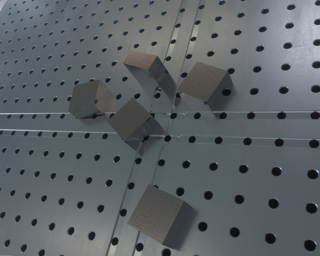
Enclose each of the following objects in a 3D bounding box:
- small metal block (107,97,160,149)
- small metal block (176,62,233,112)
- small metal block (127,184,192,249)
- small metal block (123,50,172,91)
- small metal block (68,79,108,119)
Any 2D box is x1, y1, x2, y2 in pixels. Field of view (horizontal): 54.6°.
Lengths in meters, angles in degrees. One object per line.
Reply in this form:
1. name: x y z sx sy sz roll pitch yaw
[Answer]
1. small metal block: -0.038 -0.007 0.434 0.050 0.025 0.050 -44 51 -2
2. small metal block: 0.059 -0.055 0.412 0.050 0.025 0.050 27 77 37
3. small metal block: 0.000 0.098 0.349 0.050 0.025 0.050 19 71 35
4. small metal block: -0.018 -0.085 0.455 0.050 0.050 0.025 22 74 36
5. small metal block: -0.115 -0.046 0.498 0.050 0.025 0.050 -10 57 23
